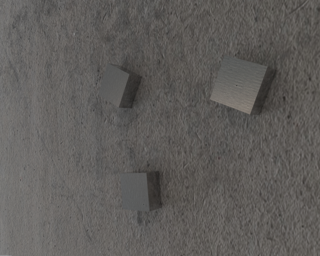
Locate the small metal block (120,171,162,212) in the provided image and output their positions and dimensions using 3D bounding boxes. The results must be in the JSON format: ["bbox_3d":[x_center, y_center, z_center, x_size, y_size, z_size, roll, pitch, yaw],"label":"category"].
[{"bbox_3d":[-0.027,0.086,0.427,0.050,0.025,0.050,-8,85,39],"label":"small metal block"}]

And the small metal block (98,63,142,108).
[{"bbox_3d":[-0.059,-0.062,0.454,0.050,0.025,0.050,32,110,35],"label":"small metal block"}]

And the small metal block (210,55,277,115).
[{"bbox_3d":[0.088,-0.046,0.332,0.050,0.025,0.050,27,107,36],"label":"small metal block"}]
